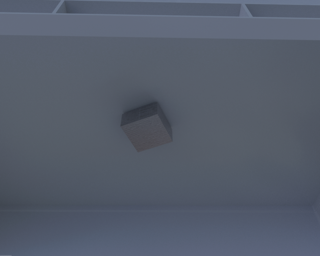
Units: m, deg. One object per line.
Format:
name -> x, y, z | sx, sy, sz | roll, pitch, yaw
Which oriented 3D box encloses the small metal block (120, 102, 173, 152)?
small metal block -> -0.016, 0.000, 0.404 | 0.050, 0.025, 0.050 | -18, 128, 14
